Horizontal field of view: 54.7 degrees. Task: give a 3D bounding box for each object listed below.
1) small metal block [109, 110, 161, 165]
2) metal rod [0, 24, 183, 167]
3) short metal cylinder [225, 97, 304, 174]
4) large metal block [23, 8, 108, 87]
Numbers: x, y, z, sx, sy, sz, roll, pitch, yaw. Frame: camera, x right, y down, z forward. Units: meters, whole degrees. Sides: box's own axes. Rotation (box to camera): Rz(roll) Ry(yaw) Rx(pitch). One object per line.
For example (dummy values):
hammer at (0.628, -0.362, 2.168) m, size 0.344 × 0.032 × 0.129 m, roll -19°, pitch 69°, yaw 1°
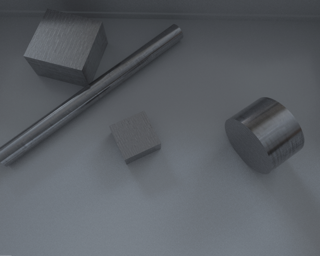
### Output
small metal block at (-0.032, 0.013, 0.405) m, size 0.050 × 0.025 × 0.050 m, roll -25°, pitch 72°, yaw -9°
metal rod at (-0.088, -0.052, 0.427) m, size 0.301 × 0.025 × 0.025 m, roll -39°, pitch 75°, yaw -13°
short metal cylinder at (0.125, 0.009, 0.379) m, size 0.050 × 0.080 × 0.080 m, roll -33°, pitch 74°, yaw -11°
large metal block at (-0.128, -0.111, 0.435) m, size 0.080 × 0.050 × 0.080 m, roll 15°, pitch 71°, yaw 5°
